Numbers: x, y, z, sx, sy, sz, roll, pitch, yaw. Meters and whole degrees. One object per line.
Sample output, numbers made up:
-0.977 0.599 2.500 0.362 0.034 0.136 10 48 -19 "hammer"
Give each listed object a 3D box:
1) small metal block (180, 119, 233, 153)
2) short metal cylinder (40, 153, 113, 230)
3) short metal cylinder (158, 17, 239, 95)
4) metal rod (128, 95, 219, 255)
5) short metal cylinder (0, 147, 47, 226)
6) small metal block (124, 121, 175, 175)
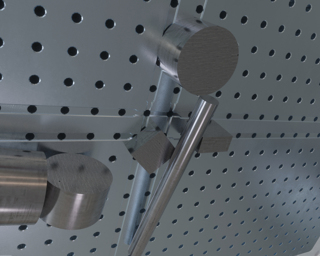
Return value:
0.065 0.010 0.437 0.050 0.050 0.025 -1 119 -28 "small metal block"
-0.102 0.072 0.365 0.081 0.080 0.050 6 115 -31 "short metal cylinder"
0.045 -0.085 0.366 0.081 0.050 0.079 -13 123 -21 "short metal cylinder"
0.009 0.086 0.445 0.025 0.025 0.298 4 124 -31 "metal rod"
-0.157 0.062 0.328 0.050 0.080 0.079 10 113 -33 "short metal cylinder"
-0.011 0.028 0.423 0.050 0.025 0.050 -38 130 -2 "small metal block"
